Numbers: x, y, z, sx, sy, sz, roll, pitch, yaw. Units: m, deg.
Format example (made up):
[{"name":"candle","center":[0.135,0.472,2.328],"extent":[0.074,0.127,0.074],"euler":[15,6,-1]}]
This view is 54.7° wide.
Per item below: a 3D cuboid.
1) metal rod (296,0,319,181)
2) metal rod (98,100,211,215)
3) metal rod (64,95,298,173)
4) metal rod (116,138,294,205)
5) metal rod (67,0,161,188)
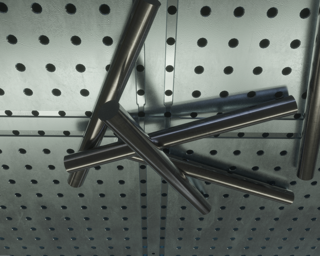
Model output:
[{"name":"metal rod","center":[0.194,-0.040,0.380],"extent":[0.025,0.025,0.298],"euler":[-9,130,7]},{"name":"metal rod","center":[0.013,0.059,0.419],"extent":[0.025,0.025,0.300],"euler":[-21,141,16]},{"name":"metal rod","center":[0.023,0.009,0.401],"extent":[0.301,0.025,0.025],"euler":[-15,129,4]},{"name":"metal rod","center":[0.075,0.071,0.472],"extent":[0.302,0.025,0.025],"euler":[18,128,-16]},{"name":"metal rod","center":[-0.071,-0.022,0.391],"extent":[0.025,0.025,0.298],"euler":[18,128,-15]}]
